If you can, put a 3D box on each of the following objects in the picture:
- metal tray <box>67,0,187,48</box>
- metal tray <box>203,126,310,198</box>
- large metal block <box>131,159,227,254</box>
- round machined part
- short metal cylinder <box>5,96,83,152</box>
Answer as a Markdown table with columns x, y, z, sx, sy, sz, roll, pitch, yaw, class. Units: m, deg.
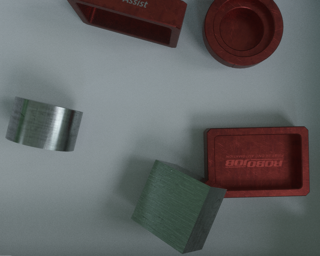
| x | y | z | sx | sy | sz | roll | pitch | yaw | class |
| --- | --- | --- | --- | --- | --- | --- | --- | --- | --- |
| -0.037 | -0.139 | 0.378 | 0.131 | 0.090 | 0.030 | 15 | 90 | -1 | metal tray |
| 0.126 | 0.044 | 0.410 | 0.131 | 0.030 | 0.089 | -1 | 90 | -1 | metal tray |
| 0.023 | 0.094 | 0.381 | 0.080 | 0.050 | 0.080 | 23 | 90 | 35 | large metal block |
| 0.104 | -0.126 | 0.404 | 0.099 | 0.042 | 0.097 | 0 | 90 | -1 | round machined part |
| -0.141 | -0.005 | 0.382 | 0.080 | 0.080 | 0.050 | 14 | 90 | -1 | short metal cylinder |
